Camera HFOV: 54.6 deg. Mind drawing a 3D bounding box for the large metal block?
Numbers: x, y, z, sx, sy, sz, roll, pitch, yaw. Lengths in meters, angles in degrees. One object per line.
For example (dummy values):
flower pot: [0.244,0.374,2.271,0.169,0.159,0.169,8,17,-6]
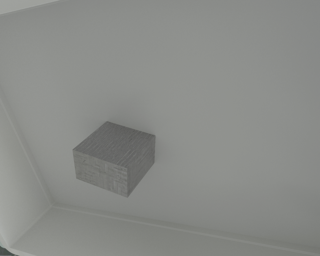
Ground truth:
large metal block: [-0.061,0.040,0.430,0.080,0.080,0.050,16,125,19]
